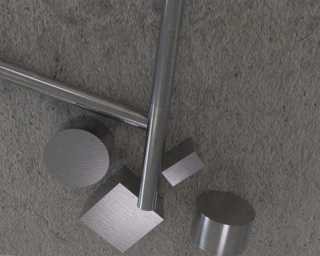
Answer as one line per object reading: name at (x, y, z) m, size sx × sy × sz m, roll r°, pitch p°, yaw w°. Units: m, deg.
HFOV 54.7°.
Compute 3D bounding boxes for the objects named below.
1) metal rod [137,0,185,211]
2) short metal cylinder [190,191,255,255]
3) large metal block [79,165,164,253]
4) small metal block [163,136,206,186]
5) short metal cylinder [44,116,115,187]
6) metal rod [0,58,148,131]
metal rod at (0.002, -0.045, 0.368) m, size 0.025 × 0.025 × 0.298 m, roll 7°, pitch 101°, yaw -3°
short metal cylinder at (0.086, 0.130, 0.429) m, size 0.081 × 0.080 × 0.050 m, roll 7°, pitch 110°, yaw -3°
large metal block at (-0.052, 0.114, 0.438) m, size 0.080 × 0.050 × 0.080 m, roll -43°, pitch 105°, yaw 14°
small metal block at (0.030, 0.043, 0.413) m, size 0.050 × 0.050 × 0.025 m, roll -34°, pitch 107°, yaw 11°
short metal cylinder at (-0.103, 0.030, 0.406) m, size 0.081 × 0.050 × 0.079 m, roll 0°, pitch 110°, yaw 0°
metal rod at (-0.153, -0.057, 0.387) m, size 0.302 × 0.025 × 0.025 m, roll 20°, pitch 109°, yaw -8°
